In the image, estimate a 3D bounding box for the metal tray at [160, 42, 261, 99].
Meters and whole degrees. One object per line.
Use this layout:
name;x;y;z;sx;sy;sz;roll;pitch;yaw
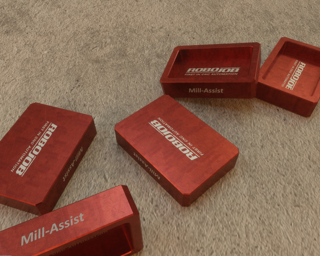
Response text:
metal tray;0.075;-0.084;0.450;0.130;0.030;0.090;3;48;21

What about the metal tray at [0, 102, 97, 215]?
metal tray;-0.145;0.031;0.372;0.090;0.030;0.130;14;51;11

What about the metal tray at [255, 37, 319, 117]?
metal tray;0.204;-0.082;0.469;0.090;0.030;0.130;26;55;20

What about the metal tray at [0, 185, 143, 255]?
metal tray;-0.082;0.105;0.271;0.131;0.090;0.030;-19;53;-16

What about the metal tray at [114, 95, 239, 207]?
metal tray;0.018;0.021;0.382;0.091;0.030;0.130;-34;58;-26
